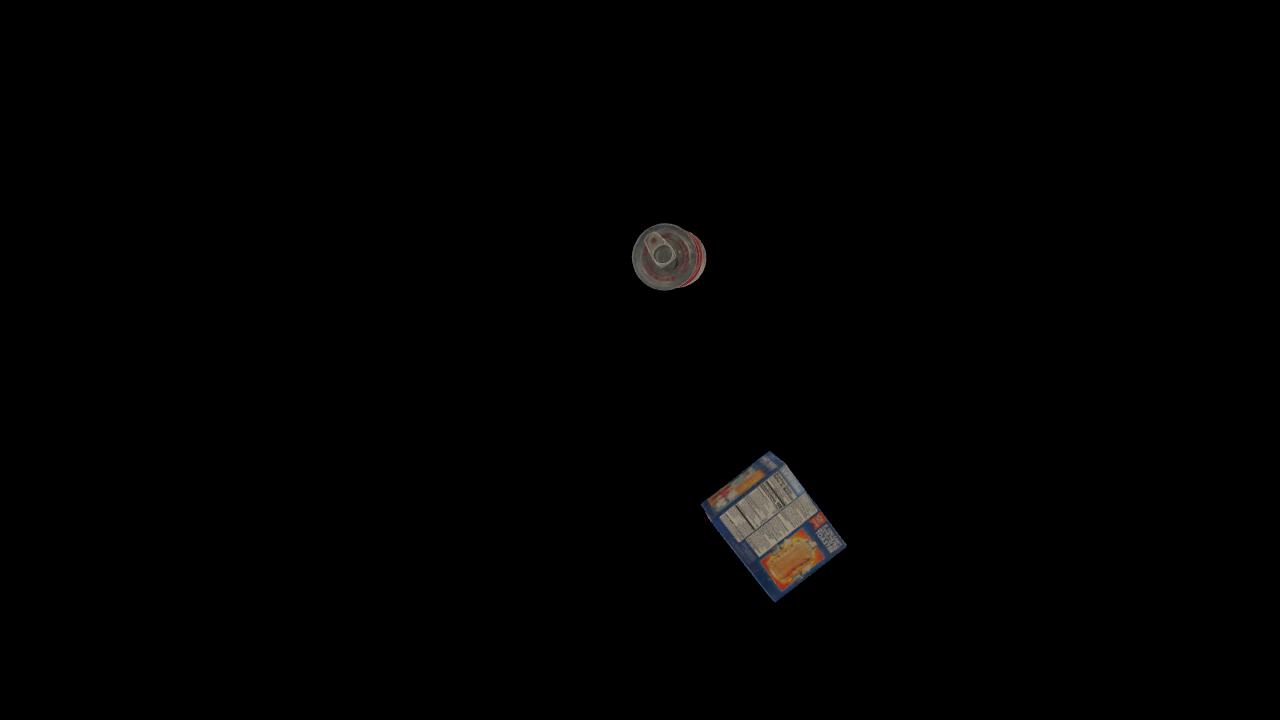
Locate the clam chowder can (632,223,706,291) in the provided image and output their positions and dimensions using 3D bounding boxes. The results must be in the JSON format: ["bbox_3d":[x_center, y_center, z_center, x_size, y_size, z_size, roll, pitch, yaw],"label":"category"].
[{"bbox_3d":[0.035,-0.111,0.670,0.068,0.068,0.102,0,8,11],"label":"clam chowder can"}]

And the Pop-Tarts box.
[{"bbox_3d":[0.202,0.252,0.943,0.141,0.167,0.083,-38,9,-1],"label":"Pop-Tarts box"}]
